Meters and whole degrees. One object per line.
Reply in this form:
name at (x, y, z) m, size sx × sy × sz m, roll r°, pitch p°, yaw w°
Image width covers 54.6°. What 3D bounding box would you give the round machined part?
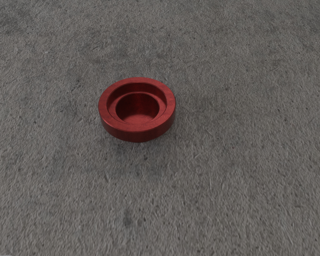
round machined part at (-0.029, -0.019, 0.409) m, size 0.099 × 0.042 × 0.098 m, roll 0°, pitch 50°, yaw 0°
